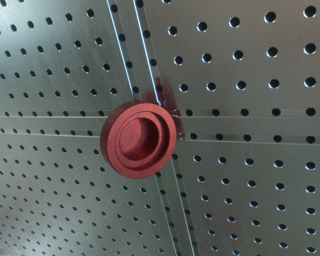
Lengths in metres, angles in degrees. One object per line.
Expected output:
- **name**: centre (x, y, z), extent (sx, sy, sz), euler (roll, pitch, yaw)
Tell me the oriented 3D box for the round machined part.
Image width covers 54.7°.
- **round machined part**: centre (-0.031, 0.012, 0.398), extent (0.042, 0.099, 0.097), euler (22, 134, 55)
